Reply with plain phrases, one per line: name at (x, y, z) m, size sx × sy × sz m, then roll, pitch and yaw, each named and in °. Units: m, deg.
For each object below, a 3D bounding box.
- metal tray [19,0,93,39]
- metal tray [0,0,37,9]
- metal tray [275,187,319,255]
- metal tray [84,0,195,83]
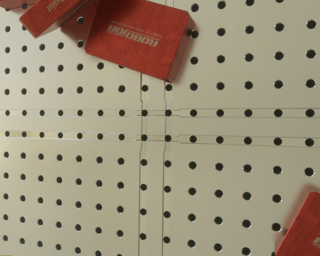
metal tray at (-0.117, -0.177, 0.416) m, size 0.130 × 0.090 × 0.030 m, roll -32°, pitch 110°, yaw 17°
metal tray at (-0.223, -0.262, 0.486) m, size 0.090 × 0.030 × 0.129 m, roll -2°, pitch 89°, yaw 19°
metal tray at (0.206, 0.135, 0.338) m, size 0.130 × 0.030 × 0.090 m, roll 27°, pitch 99°, yaw 17°
metal tray at (-0.030, -0.124, 0.420) m, size 0.130 × 0.030 × 0.089 m, roll 22°, pitch 97°, yaw 18°
